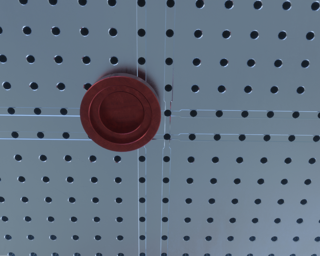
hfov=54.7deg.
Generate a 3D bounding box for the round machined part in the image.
[{"bbox_3d":[-0.048,-0.022,0.396,0.099,0.042,0.097,0,110,-1],"label":"round machined part"}]
